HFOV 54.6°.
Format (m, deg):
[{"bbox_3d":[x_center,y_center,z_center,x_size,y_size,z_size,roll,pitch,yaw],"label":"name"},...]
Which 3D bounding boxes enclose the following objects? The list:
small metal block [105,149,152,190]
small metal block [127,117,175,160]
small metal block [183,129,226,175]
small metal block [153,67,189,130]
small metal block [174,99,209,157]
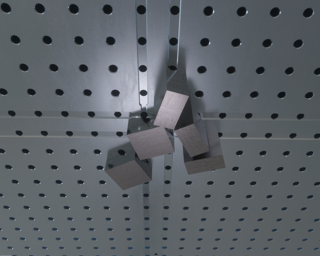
[{"bbox_3d":[-0.046,0.062,0.464,0.050,0.025,0.050,-22,127,17],"label":"small metal block"},{"bbox_3d":[-0.012,0.013,0.422,0.050,0.025,0.050,-14,129,11],"label":"small metal block"},{"bbox_3d":[0.059,0.032,0.423,0.050,0.050,0.025,-12,129,10],"label":"small metal block"},{"bbox_3d":[0.012,-0.035,0.365,0.025,0.050,0.050,14,129,-11],"label":"small metal block"},{"bbox_3d":[0.039,0.000,0.395,0.025,0.050,0.050,-21,127,17],"label":"small metal block"}]
